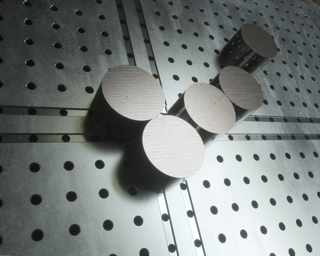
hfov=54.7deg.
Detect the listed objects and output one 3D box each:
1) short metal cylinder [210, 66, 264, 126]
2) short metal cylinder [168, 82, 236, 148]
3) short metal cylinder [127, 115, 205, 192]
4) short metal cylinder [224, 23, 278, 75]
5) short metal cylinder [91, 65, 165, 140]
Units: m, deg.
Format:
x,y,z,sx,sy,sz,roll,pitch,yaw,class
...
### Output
x,y,z,sx,sy,sz,roll,pitch,yaw,class
0.112,-0.049,0.482,0.081,0.050,0.080,14,56,-21,short metal cylinder
0.057,-0.016,0.433,0.081,0.050,0.080,13,56,-21,short metal cylinder
0.007,0.031,0.376,0.081,0.050,0.080,13,56,-21,short metal cylinder
0.167,-0.144,0.570,0.081,0.050,0.080,14,56,-21,short metal cylinder
-0.041,-0.032,0.389,0.081,0.050,0.080,14,56,-21,short metal cylinder
